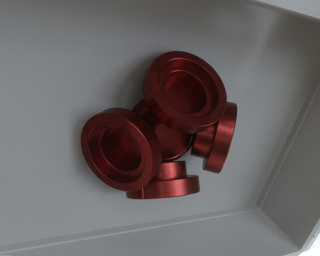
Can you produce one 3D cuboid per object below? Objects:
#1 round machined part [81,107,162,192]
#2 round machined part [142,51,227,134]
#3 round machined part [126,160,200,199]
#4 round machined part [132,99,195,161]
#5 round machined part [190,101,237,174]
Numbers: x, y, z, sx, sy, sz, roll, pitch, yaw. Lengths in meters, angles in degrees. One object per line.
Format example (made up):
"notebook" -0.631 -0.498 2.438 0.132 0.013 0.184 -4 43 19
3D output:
"round machined part" -0.041 0.022 0.364 0.042 0.098 0.097 -39 144 -54
"round machined part" 0.025 -0.038 0.363 0.099 0.098 0.042 -4 158 -27
"round machined part" 0.002 0.067 0.416 0.099 0.098 0.042 -2 83 -28
"round machined part" 0.007 0.006 0.404 0.099 0.042 0.097 -14 125 -21
"round machined part" 0.069 0.009 0.418 0.042 0.098 0.097 14 116 5
